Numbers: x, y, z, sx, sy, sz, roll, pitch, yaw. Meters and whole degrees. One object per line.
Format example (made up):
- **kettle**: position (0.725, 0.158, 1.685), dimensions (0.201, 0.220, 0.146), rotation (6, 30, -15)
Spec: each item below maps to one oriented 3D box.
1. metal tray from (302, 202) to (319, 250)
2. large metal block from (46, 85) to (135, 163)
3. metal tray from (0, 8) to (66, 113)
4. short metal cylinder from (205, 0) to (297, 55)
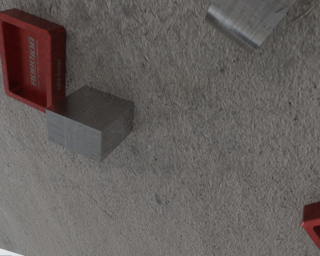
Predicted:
- **metal tray**: position (0.243, 0.114, 0.346), dimensions (0.130, 0.030, 0.090), rotation (-30, 102, 38)
- **large metal block**: position (-0.090, -0.009, 0.414), dimensions (0.080, 0.080, 0.050), rotation (21, 126, 16)
- **metal tray**: position (-0.181, -0.091, 0.442), dimensions (0.090, 0.030, 0.129), rotation (23, 127, 13)
- **short metal cylinder**: position (0.082, -0.109, 0.260), dimensions (0.050, 0.080, 0.080), rotation (37, 129, 3)
